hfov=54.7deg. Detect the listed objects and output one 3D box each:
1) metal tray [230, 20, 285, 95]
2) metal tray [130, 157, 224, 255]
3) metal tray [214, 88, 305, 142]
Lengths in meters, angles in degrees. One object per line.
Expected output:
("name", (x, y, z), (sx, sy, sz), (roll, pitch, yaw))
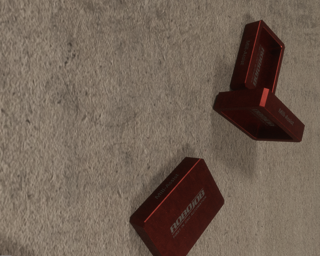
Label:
("metal tray", (0.177, -0.112, 0.552), (0.090, 0.030, 0.130), (27, 73, -37))
("metal tray", (0.029, 0.113, 0.429), (0.131, 0.030, 0.090), (-43, 116, -32))
("metal tray", (0.161, -0.017, 0.500), (0.131, 0.090, 0.030), (31, 71, -36))
